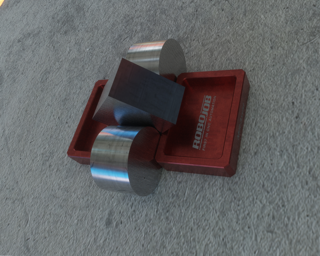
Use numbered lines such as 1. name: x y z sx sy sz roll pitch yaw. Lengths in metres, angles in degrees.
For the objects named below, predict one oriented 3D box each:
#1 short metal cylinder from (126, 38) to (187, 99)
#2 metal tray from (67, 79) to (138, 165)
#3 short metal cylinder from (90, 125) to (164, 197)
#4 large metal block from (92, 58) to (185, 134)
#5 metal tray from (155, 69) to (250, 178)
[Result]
1. short metal cylinder: -0.004 -0.078 0.420 0.050 0.080 0.080 2 63 29
2. metal tray: -0.070 -0.010 0.445 0.090 0.030 0.130 2 62 29
3. short metal cylinder: -0.036 0.037 0.366 0.050 0.080 0.080 2 63 29
4. large metal block: -0.028 -0.030 0.377 0.080 0.080 0.050 -35 36 61
5. metal tray: 0.054 -0.009 0.380 0.090 0.030 0.130 2 62 29
